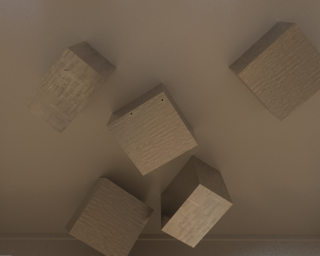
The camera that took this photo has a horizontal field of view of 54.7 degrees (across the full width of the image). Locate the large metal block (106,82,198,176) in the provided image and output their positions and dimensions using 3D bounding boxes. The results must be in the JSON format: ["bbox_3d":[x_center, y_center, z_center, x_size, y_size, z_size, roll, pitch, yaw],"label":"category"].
[{"bbox_3d":[-0.009,0.001,0.398,0.080,0.050,0.080,-31,108,10],"label":"large metal block"}]

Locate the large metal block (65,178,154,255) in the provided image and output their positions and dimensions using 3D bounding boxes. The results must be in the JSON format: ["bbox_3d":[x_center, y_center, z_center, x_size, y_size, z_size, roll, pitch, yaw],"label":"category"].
[{"bbox_3d":[-0.069,0.124,0.423,0.080,0.050,0.080,37,70,-13],"label":"large metal block"}]

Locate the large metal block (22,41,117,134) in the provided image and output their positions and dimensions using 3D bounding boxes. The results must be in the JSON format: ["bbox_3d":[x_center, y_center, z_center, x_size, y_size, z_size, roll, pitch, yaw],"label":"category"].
[{"bbox_3d":[-0.101,-0.051,0.362,0.050,0.080,0.080,40,105,-14],"label":"large metal block"}]

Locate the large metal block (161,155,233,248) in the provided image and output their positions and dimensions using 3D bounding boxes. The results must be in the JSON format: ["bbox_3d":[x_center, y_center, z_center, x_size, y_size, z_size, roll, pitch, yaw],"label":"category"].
[{"bbox_3d":[0.045,0.096,0.418,0.050,0.080,0.080,33,107,-12],"label":"large metal block"}]

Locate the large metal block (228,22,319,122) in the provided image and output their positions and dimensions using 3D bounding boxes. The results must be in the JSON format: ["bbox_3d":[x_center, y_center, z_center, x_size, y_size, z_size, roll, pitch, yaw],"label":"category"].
[{"bbox_3d":[0.145,-0.069,0.375,0.080,0.050,0.080,-43,105,14],"label":"large metal block"}]
